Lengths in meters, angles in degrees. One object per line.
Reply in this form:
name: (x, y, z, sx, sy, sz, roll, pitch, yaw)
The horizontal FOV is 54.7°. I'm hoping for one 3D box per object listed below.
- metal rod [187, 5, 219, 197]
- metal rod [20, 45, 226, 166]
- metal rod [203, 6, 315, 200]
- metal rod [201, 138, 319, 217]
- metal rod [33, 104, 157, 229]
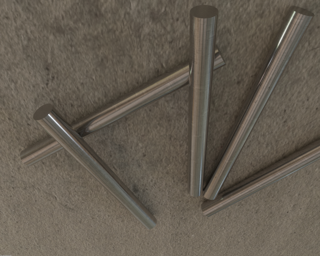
metal rod: (0.048, -0.002, 0.383, 0.025, 0.025, 0.298, -3, 137, 2)
metal rod: (-0.060, -0.019, 0.389, 0.300, 0.025, 0.025, -26, 126, 20)
metal rod: (0.111, -0.006, 0.403, 0.025, 0.025, 0.298, 9, 130, -8)
metal rod: (0.185, 0.059, 0.460, 0.299, 0.025, 0.025, -37, 121, 27)
metal rod: (-0.074, 0.075, 0.448, 0.025, 0.025, 0.299, -18, 135, 14)
